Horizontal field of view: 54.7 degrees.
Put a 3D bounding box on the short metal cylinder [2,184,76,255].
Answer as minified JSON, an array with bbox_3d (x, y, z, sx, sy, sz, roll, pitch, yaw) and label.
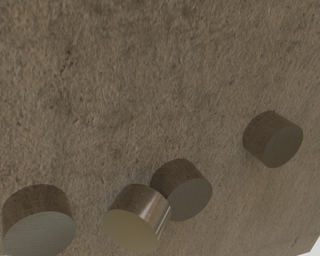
[{"bbox_3d":[-0.150,0.117,0.382,0.081,0.050,0.079,-14,125,-21],"label":"short metal cylinder"}]

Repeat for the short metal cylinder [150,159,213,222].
[{"bbox_3d":[0.031,0.093,0.468,0.081,0.050,0.079,-14,125,-21],"label":"short metal cylinder"}]

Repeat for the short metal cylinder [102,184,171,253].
[{"bbox_3d":[-0.031,0.124,0.425,0.050,0.080,0.079,-54,149,-51],"label":"short metal cylinder"}]

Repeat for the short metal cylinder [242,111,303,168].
[{"bbox_3d":[0.183,0.018,0.505,0.081,0.050,0.079,-14,125,-21],"label":"short metal cylinder"}]
